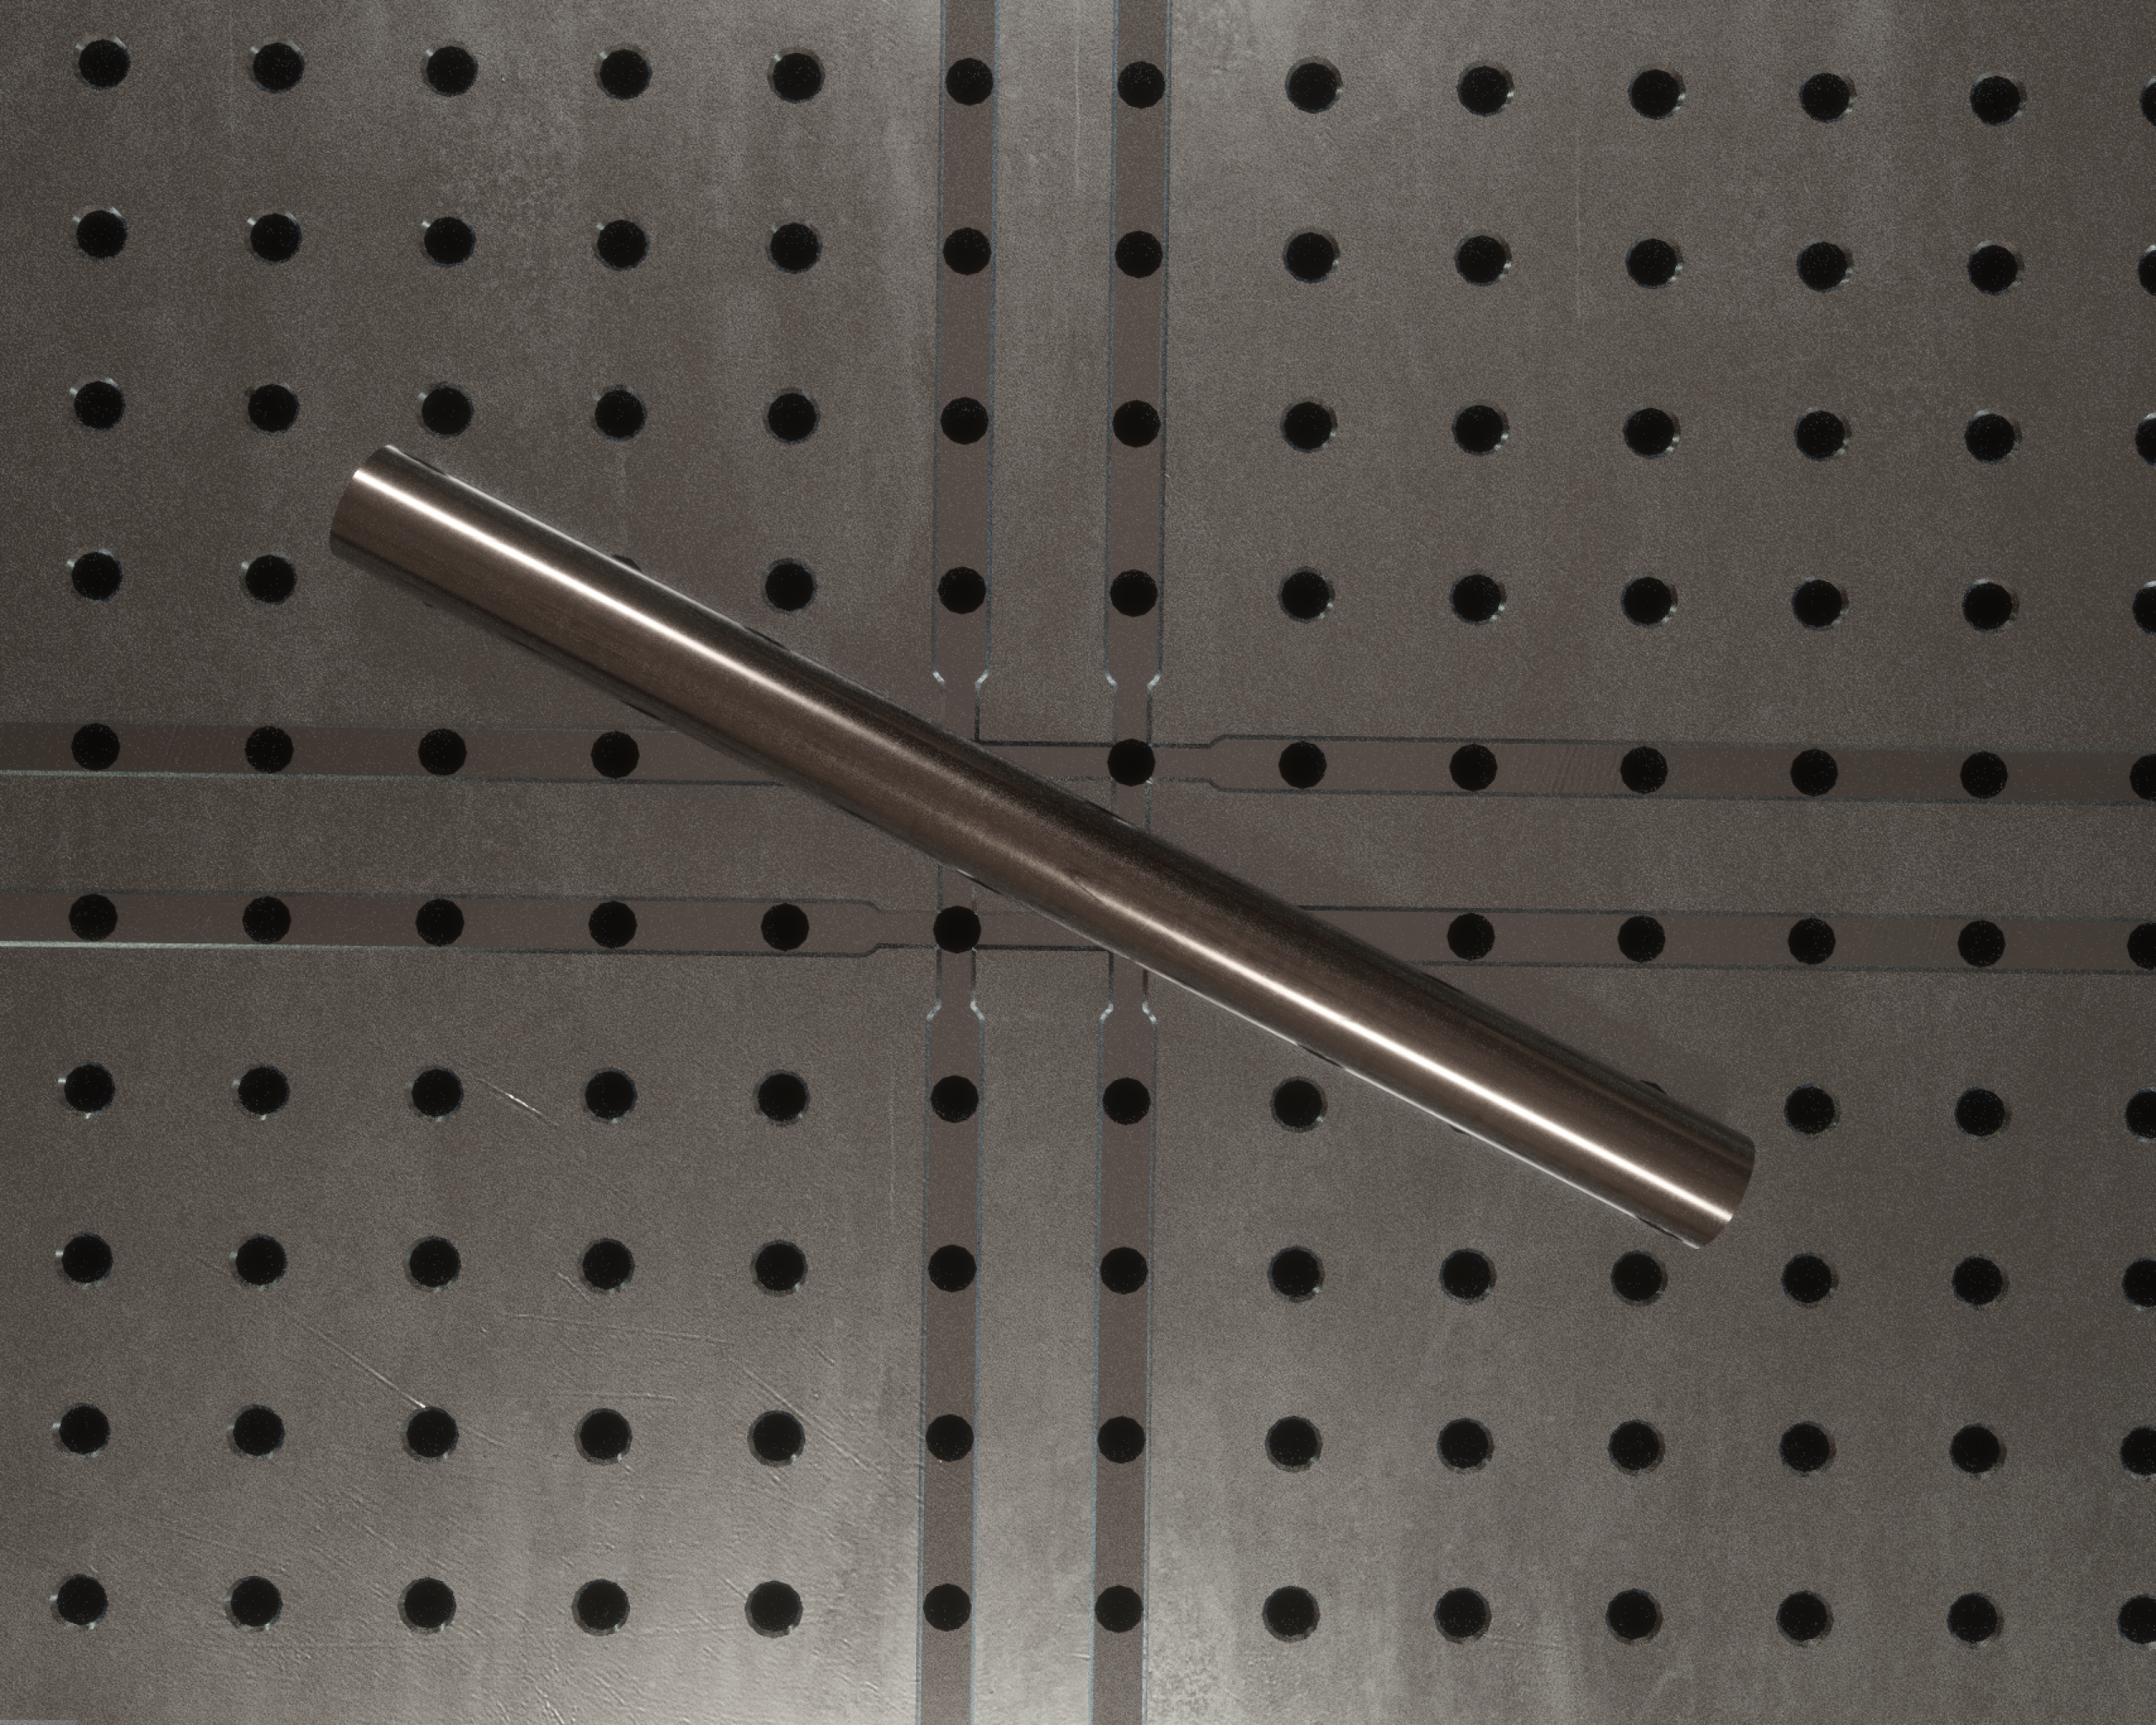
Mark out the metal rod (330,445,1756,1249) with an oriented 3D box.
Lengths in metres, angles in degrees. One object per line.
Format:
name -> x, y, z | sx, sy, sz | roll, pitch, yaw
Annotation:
metal rod -> -0.006, -0.003, 0.413 | 0.301, 0.025, 0.025 | 27, 90, -1
